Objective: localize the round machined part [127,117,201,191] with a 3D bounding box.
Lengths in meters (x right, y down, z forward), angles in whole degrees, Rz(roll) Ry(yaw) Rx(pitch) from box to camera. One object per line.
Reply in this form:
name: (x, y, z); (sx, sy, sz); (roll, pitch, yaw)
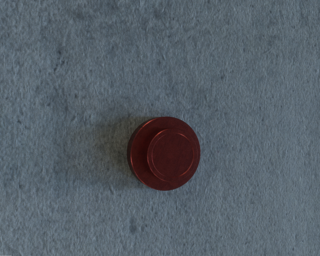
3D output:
round machined part: (0.010, 0.034, 0.405); (0.099, 0.042, 0.097); (0, 90, -21)
